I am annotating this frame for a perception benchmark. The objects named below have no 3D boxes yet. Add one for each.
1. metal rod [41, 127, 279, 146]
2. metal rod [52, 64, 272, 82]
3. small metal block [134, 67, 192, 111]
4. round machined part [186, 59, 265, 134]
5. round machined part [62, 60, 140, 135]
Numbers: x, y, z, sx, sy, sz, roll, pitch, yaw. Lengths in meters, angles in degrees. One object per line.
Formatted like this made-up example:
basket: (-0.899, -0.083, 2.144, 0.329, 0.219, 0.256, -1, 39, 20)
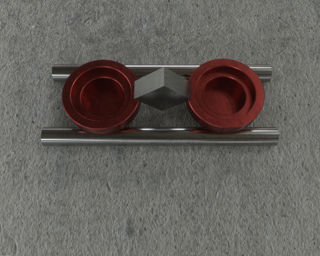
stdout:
metal rod: (0.000, 0.011, 0.405, 0.302, 0.025, 0.025, 0, 70, 0)
metal rod: (0.003, -0.077, 0.437, 0.302, 0.025, 0.025, 0, 70, 0)
small metal block: (0.004, -0.047, 0.385, 0.050, 0.050, 0.025, -18, 63, 40)
round machined part: (0.083, -0.039, 0.409, 0.099, 0.042, 0.098, 0, 70, 0)
round machined part: (-0.074, -0.037, 0.409, 0.099, 0.042, 0.098, 0, 70, 0)
